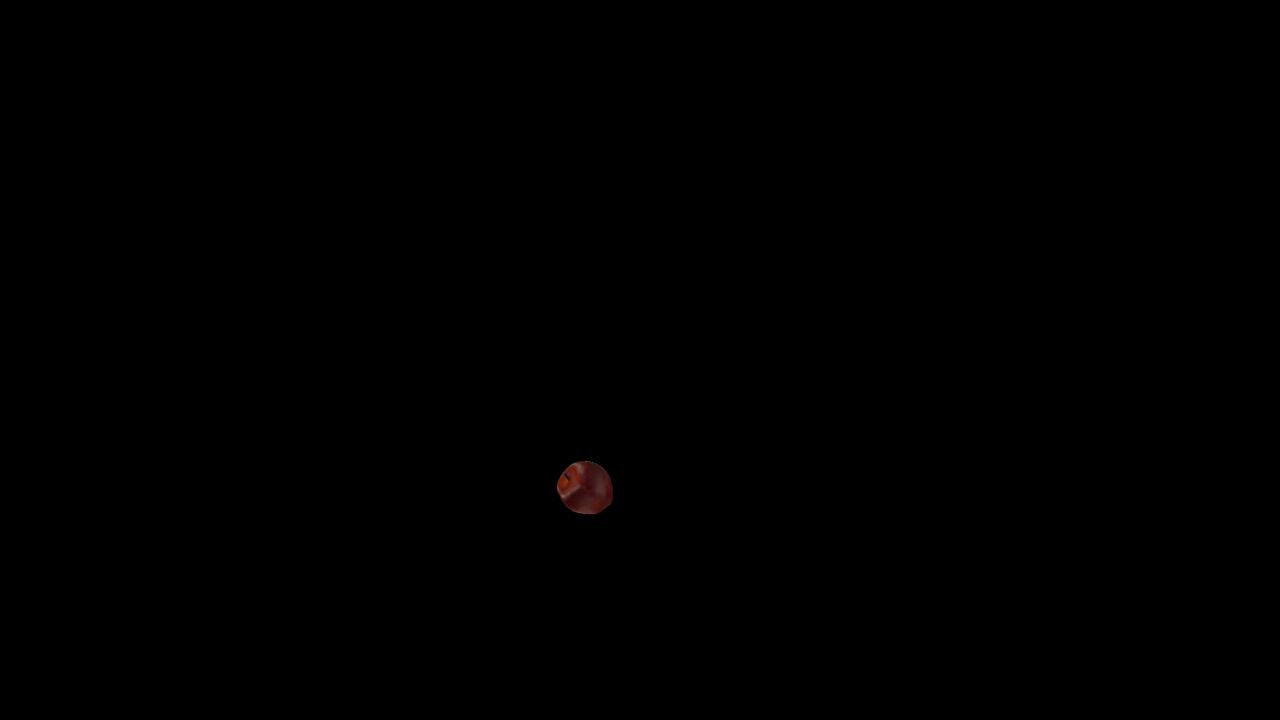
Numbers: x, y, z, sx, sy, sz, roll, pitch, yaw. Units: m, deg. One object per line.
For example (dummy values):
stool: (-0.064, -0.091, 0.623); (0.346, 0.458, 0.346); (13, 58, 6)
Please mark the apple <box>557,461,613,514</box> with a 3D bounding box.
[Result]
apple: (-0.083, 0.196, 0.945); (0.093, 0.079, 0.079); (38, -24, -34)
